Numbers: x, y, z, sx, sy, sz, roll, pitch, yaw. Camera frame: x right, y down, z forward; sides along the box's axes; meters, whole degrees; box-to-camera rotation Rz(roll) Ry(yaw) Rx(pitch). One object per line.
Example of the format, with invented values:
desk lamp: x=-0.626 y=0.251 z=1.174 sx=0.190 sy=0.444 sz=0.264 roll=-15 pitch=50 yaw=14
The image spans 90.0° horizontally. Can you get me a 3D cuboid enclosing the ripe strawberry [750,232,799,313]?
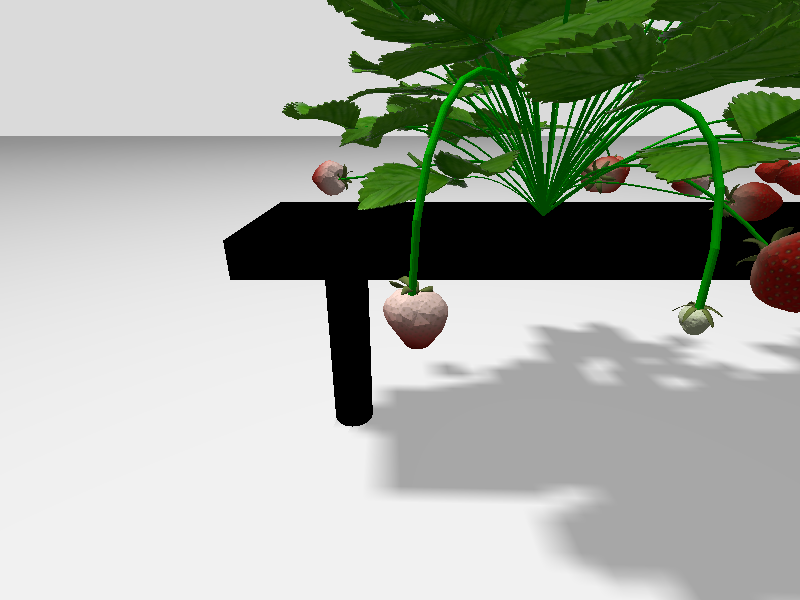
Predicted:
ripe strawberry: x=0.169 y=-0.010 z=0.164 sx=0.034 sy=0.036 sz=0.037 roll=-5 pitch=33 yaw=-12

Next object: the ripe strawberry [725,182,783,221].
ripe strawberry: x=0.283 y=-0.078 z=0.319 sx=0.035 sy=0.030 sz=0.035 roll=4 pitch=24 yaw=8

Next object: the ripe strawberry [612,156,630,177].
ripe strawberry: x=0.275 y=-0.167 z=0.516 sx=0.039 sy=0.035 sz=0.035 roll=18 pitch=11 yaw=35

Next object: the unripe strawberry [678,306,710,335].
unripe strawberry: x=0.094 y=0.007 z=0.129 sx=0.009 sy=0.010 sz=0.010 roll=3 pitch=24 yaw=7

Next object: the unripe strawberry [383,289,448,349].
unripe strawberry: x=0.005 y=0.006 z=0.136 sx=0.022 sy=0.022 sz=0.019 roll=12 pitch=27 yaw=25

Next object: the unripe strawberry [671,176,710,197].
unripe strawberry: x=0.315 y=-0.128 z=0.434 sx=0.034 sy=0.033 sz=0.031 roll=3 pitch=23 yaw=21

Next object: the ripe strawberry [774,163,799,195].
ripe strawberry: x=0.450 y=-0.138 z=0.451 sx=0.040 sy=0.039 sz=0.037 roll=20 pitch=31 yaw=39

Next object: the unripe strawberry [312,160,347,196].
unripe strawberry: x=-0.080 y=-0.137 z=0.448 sx=0.039 sy=0.038 sz=0.036 roll=12 pitch=27 yaw=27

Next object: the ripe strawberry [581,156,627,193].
ripe strawberry: x=0.229 y=-0.140 z=0.447 sx=0.046 sy=0.039 sz=0.046 roll=20 pitch=30 yaw=38

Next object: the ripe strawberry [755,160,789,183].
ripe strawberry: x=0.501 y=-0.175 z=0.539 sx=0.033 sy=0.034 sz=0.036 roll=-8 pitch=25 yaw=-18
